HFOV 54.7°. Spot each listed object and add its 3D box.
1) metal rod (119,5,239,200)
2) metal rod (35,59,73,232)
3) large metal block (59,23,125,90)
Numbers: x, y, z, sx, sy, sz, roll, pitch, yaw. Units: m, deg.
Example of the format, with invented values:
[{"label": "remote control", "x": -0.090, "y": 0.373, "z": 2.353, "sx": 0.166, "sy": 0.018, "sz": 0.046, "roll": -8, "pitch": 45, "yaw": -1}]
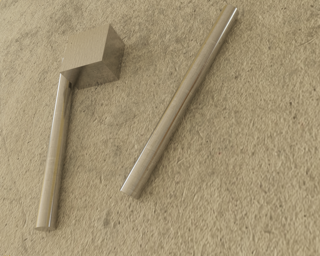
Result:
[{"label": "metal rod", "x": 0.033, "y": -0.045, "z": 0.413, "sx": 0.025, "sy": 0.025, "sz": 0.300, "roll": 18, "pitch": 71, "yaw": 35}, {"label": "metal rod", "x": -0.156, "y": 0.005, "z": 0.480, "sx": 0.025, "sy": 0.025, "sz": 0.299, "roll": -16, "pitch": 55, "yaw": 19}, {"label": "large metal block", "x": -0.110, "y": -0.117, "z": 0.516, "sx": 0.080, "sy": 0.050, "sz": 0.080, "roll": -9, "pitch": 58, "yaw": 23}]
